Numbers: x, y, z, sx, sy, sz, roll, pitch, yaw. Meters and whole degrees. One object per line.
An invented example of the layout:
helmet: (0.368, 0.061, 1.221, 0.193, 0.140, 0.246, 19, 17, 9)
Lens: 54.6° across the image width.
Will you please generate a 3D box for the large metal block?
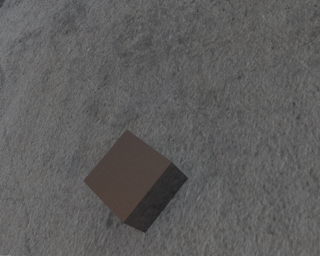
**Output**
large metal block: (-0.029, 0.061, 0.366, 0.080, 0.050, 0.080, 33, 80, 38)
